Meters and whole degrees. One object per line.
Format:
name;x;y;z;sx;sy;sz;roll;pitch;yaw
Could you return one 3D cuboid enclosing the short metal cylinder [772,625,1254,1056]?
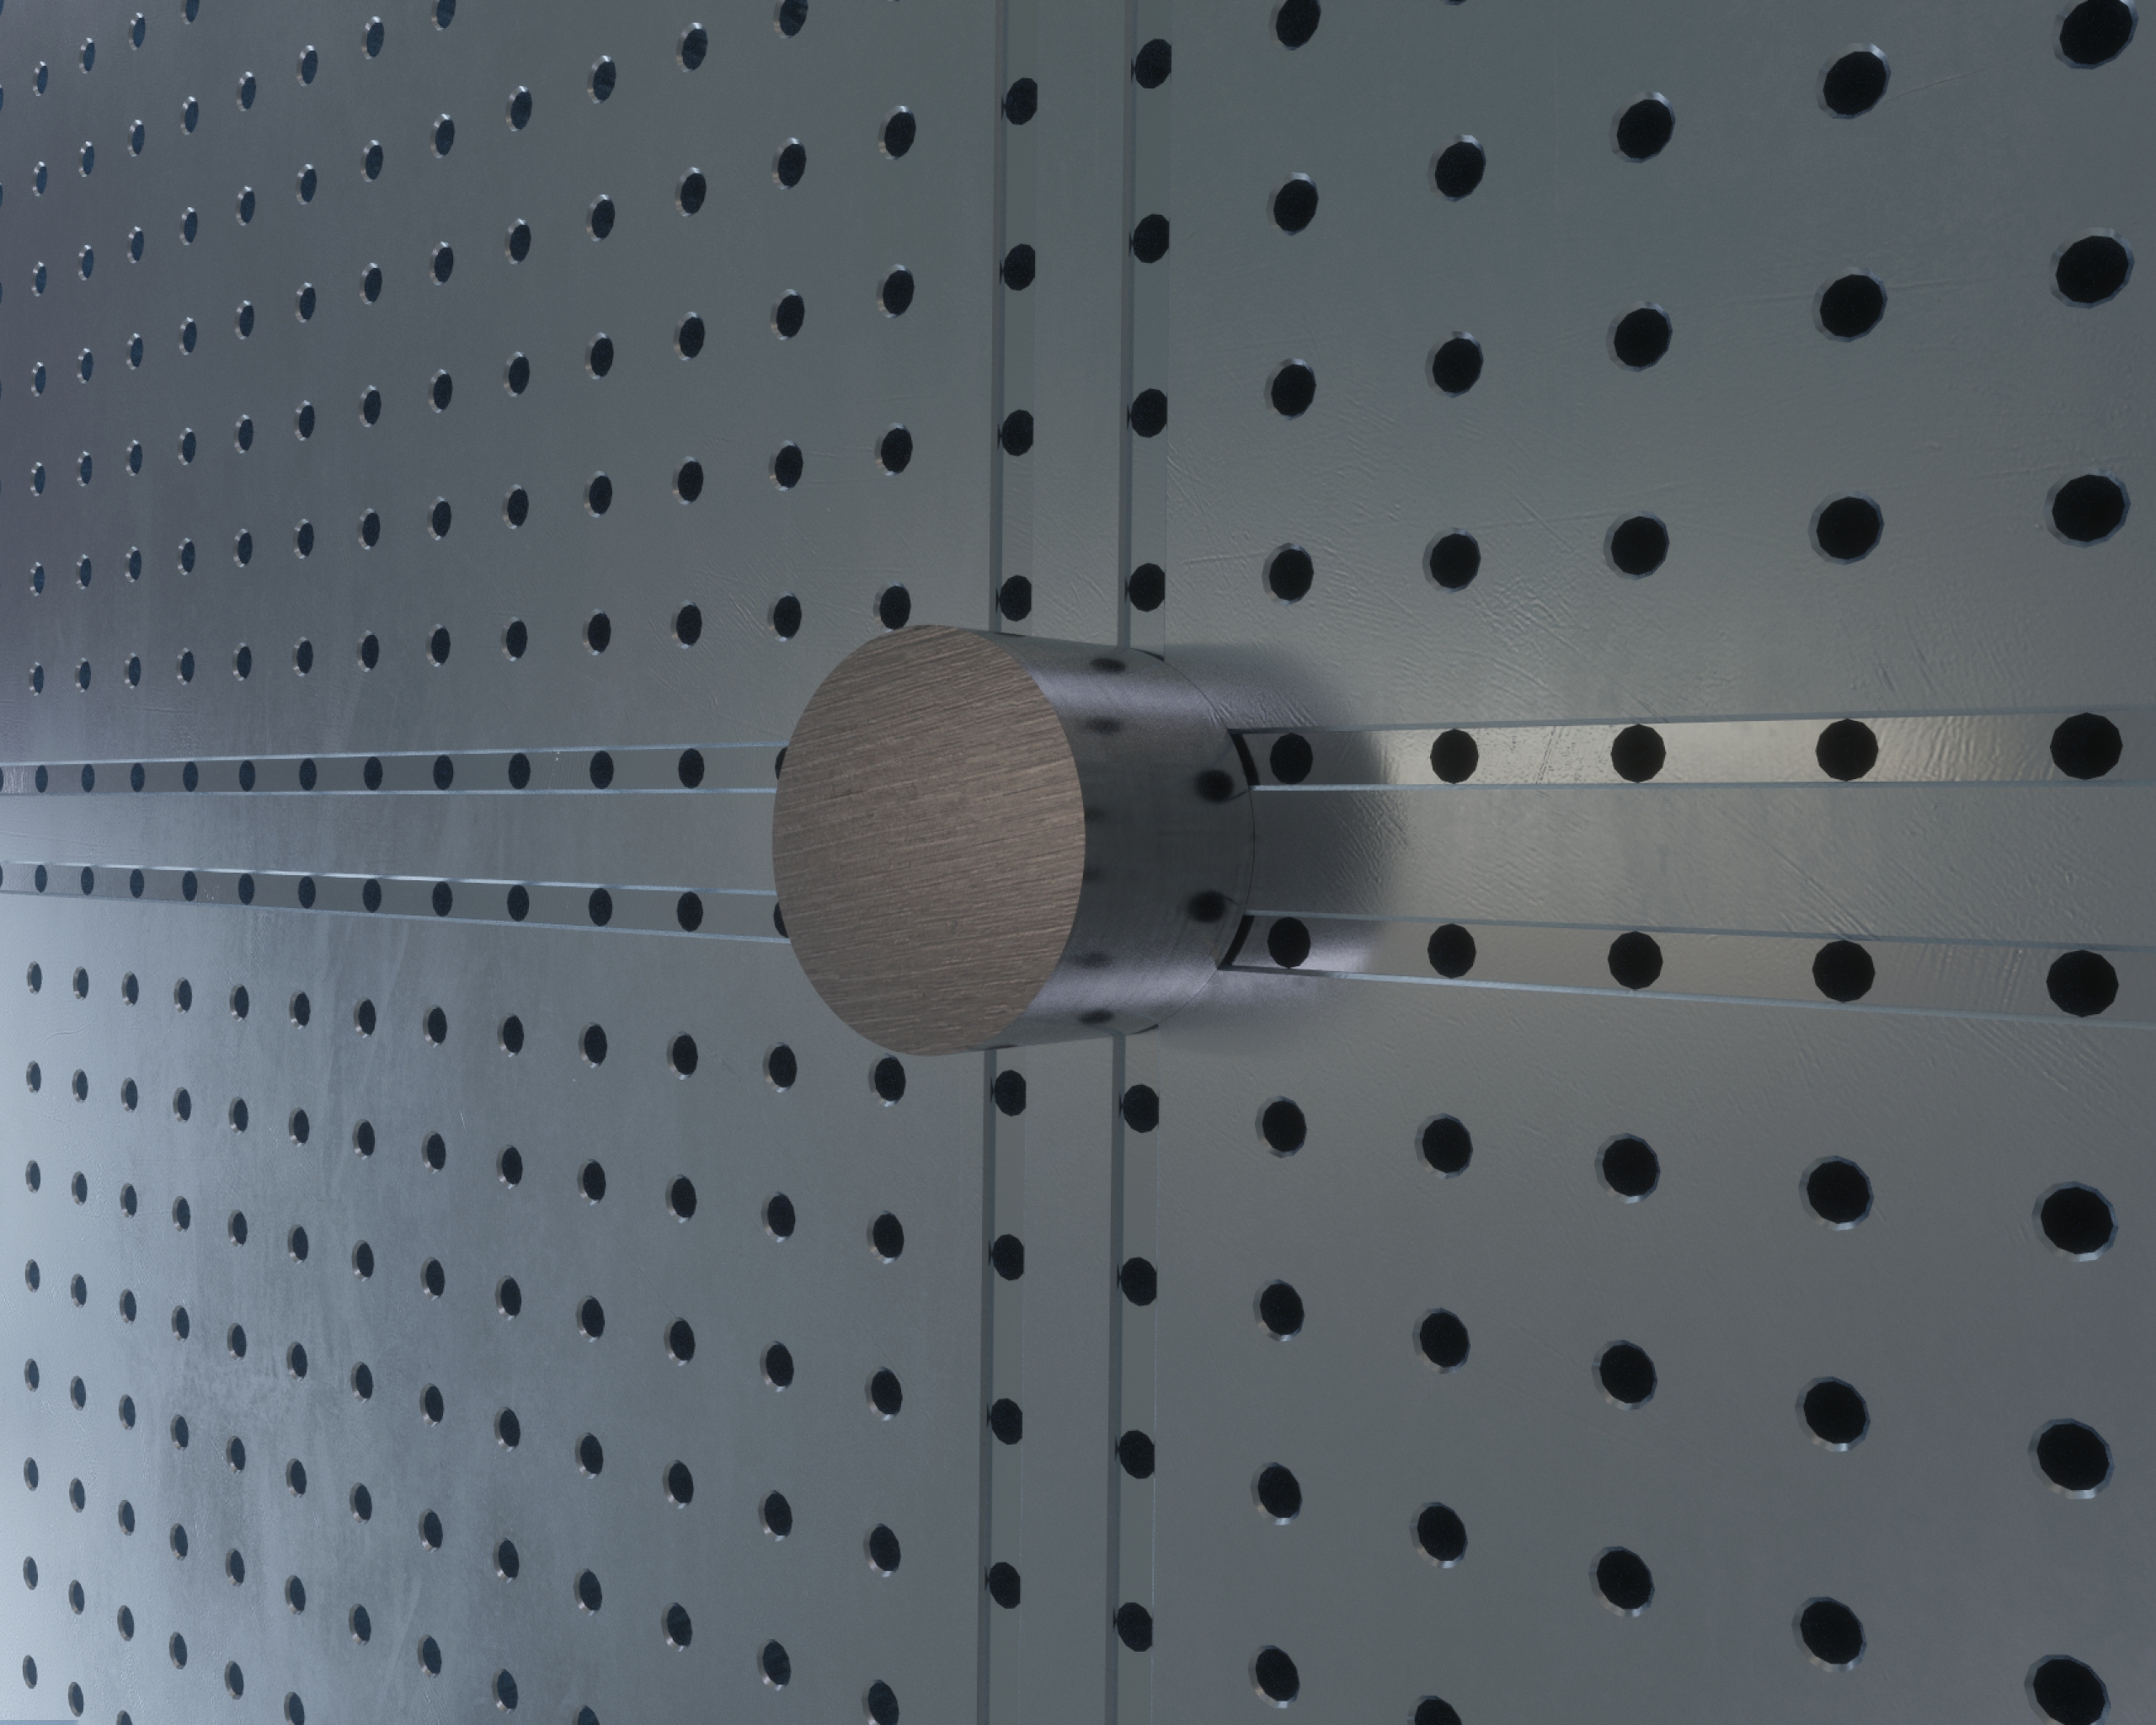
short metal cylinder;-0.013;-0.004;0.405;0.080;0.050;0.080;0;90;40
